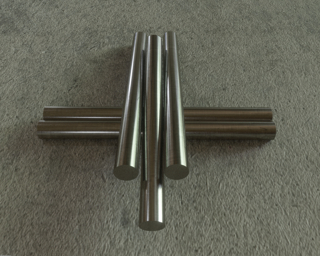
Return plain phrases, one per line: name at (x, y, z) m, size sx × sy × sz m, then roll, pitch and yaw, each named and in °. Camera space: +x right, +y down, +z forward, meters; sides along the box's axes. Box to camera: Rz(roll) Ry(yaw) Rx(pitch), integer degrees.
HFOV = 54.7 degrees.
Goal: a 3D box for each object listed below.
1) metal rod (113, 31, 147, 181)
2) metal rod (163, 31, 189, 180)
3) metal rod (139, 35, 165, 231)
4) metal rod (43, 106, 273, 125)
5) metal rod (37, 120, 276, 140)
metal rod at (-0.034, -0.055, 0.423) m, size 0.025 × 0.025 × 0.300 m, roll 0°, pitch 42°, yaw 0°
metal rod at (0.017, -0.056, 0.424) m, size 0.025 × 0.025 × 0.300 m, roll 0°, pitch 42°, yaw 0°
metal rod at (-0.008, -0.022, 0.389) m, size 0.025 × 0.025 × 0.300 m, roll 0°, pitch 50°, yaw -1°
metal rod at (-0.002, -0.016, 0.419) m, size 0.302 × 0.025 × 0.025 m, roll 0°, pitch 50°, yaw -1°
metal rod at (-0.004, 0.003, 0.403) m, size 0.302 × 0.025 × 0.025 m, roll 0°, pitch 50°, yaw -1°
